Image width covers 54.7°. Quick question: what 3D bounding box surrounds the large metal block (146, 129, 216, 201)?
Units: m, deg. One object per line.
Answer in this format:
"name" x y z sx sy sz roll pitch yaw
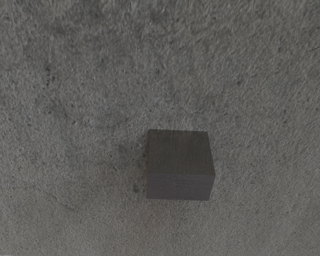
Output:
"large metal block" 0.024 0.048 0.412 0.081 0.080 0.050 3 130 -3
